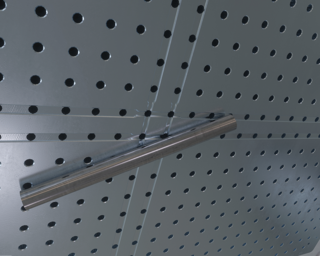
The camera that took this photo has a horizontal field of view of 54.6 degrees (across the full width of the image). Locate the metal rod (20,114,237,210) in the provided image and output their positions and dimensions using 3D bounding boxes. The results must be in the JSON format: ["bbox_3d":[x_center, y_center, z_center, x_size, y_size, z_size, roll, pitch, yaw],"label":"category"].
[{"bbox_3d":[-0.029,0.039,0.419,0.302,0.025,0.025,-19,126,-17],"label":"metal rod"}]
